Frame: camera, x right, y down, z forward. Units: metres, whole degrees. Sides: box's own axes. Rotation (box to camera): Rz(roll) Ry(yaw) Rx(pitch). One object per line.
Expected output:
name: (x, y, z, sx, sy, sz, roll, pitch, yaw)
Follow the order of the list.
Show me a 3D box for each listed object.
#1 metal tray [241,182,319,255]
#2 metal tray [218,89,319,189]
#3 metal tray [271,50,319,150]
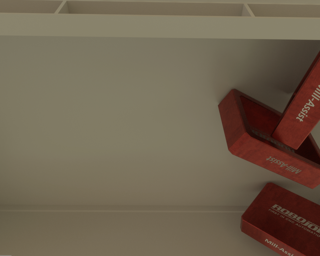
metal tray: (0.195, 0.142, 0.446, 0.130, 0.091, 0.030, 25, 138, 34)
metal tray: (0.137, 0.012, 0.377, 0.131, 0.090, 0.030, 23, 127, -19)
metal tray: (0.163, -0.049, 0.312, 0.030, 0.090, 0.129, 30, 141, 16)
